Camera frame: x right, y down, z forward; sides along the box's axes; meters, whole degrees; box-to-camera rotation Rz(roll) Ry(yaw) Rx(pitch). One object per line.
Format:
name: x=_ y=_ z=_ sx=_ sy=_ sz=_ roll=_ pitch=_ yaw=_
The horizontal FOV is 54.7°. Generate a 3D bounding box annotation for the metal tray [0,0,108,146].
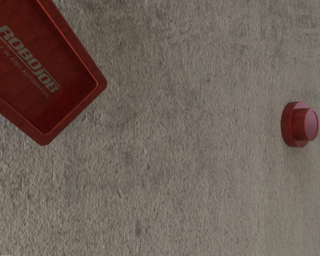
metal tray: x=-0.111 y=-0.053 z=0.264 sx=0.090 sy=0.030 sz=0.130 roll=-48 pitch=143 yaw=-14

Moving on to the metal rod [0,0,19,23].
metal rod: x=-0.110 y=-0.135 z=0.254 sx=0.025 sy=0.025 sz=0.300 roll=38 pitch=85 yaw=-34

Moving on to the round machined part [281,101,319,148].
round machined part: x=0.297 y=-0.007 z=0.647 sx=0.099 sy=0.042 sz=0.097 roll=0 pitch=90 yaw=-40
